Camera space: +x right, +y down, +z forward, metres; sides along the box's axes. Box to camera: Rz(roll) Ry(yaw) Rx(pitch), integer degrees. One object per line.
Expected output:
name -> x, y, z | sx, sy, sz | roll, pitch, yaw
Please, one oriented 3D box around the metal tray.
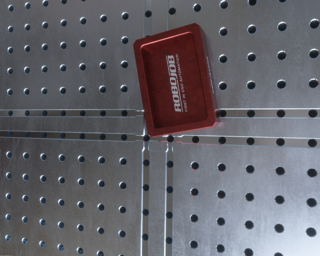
metal tray -> 0.021, -0.058, 0.402 | 0.090, 0.030, 0.129 | -10, 87, 19
